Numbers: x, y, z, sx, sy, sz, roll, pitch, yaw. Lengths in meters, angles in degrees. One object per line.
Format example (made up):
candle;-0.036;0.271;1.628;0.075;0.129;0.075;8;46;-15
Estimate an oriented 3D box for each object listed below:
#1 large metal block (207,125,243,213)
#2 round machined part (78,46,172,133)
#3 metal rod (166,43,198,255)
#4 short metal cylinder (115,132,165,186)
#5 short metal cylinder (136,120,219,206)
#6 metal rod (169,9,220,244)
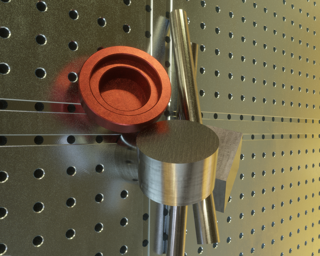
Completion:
large metal block;0.076;0.056;0.426;0.080;0.050;0.080;81;31;-47
round machined part;-0.040;-0.039;0.345;0.099;0.042;0.098;6;65;-13
metal rod;0.032;0.030;0.435;0.025;0.025;0.298;7;86;-40
short metal cylinder;-0.008;0.034;0.386;0.081;0.050;0.080;0;90;-40
short metal cylinder;0.017;0.032;0.314;0.081;0.080;0.050;-26;129;-37
metal rod;0.039;-0.015;0.385;0.025;0.025;0.299;10;67;-40
